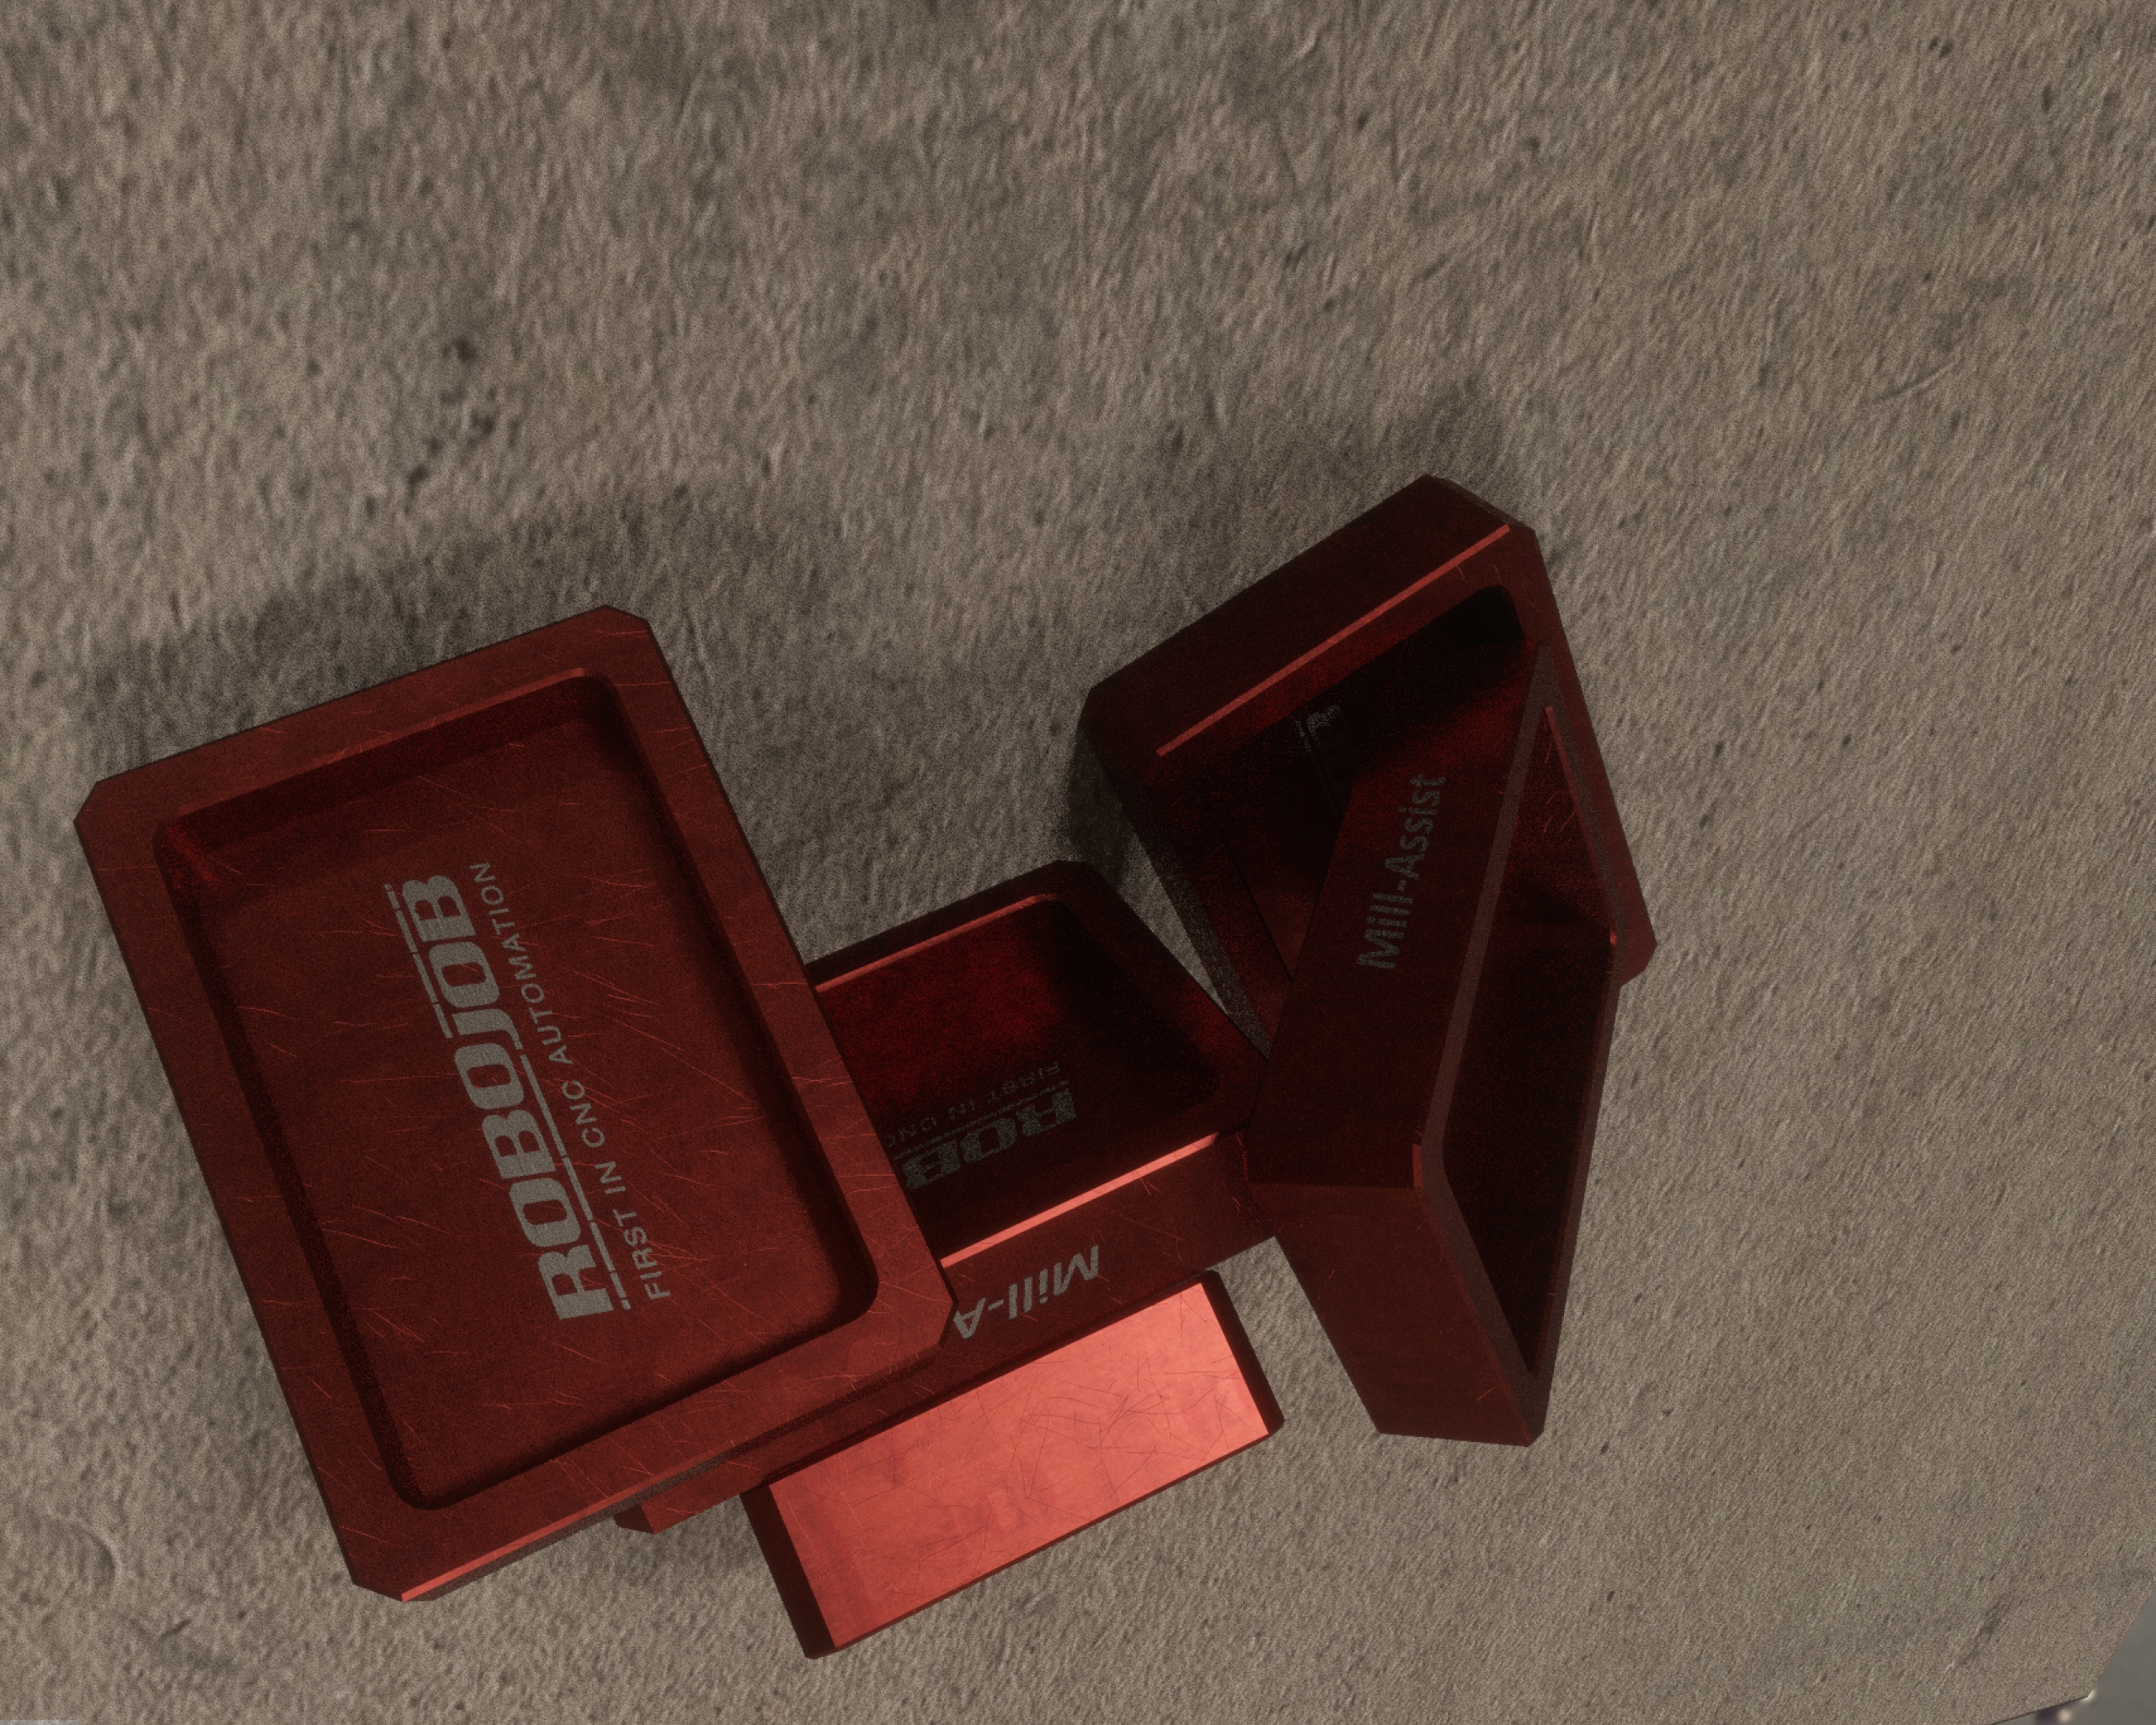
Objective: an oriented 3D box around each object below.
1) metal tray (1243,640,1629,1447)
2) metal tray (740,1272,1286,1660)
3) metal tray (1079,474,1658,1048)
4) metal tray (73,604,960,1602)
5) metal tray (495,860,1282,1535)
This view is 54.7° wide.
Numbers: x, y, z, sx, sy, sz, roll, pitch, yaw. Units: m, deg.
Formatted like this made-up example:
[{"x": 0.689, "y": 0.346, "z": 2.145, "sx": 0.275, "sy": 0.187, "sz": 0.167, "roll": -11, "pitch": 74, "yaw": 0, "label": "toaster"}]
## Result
[{"x": 0.074, "y": 0.032, "z": 0.398, "sx": 0.090, "sy": 0.030, "sz": 0.130, "roll": 63, "pitch": 36, "yaw": -39, "label": "metal tray"}, {"x": -0.021, "y": 0.115, "z": 0.413, "sx": 0.091, "sy": 0.130, "sz": 0.030, "roll": -22, "pitch": 82, "yaw": -15, "label": "metal tray"}, {"x": 0.066, "y": -0.005, "z": 0.440, "sx": 0.090, "sy": 0.030, "sz": 0.130, "roll": -34, "pitch": 129, "yaw": -7, "label": "metal tray"}, {"x": -0.086, "y": 0.034, "z": 0.322, "sx": 0.091, "sy": 0.130, "sz": 0.030, "roll": -22, "pitch": 166, "yaw": -16, "label": "metal tray"}, {"x": -0.036, "y": 0.054, "z": 0.381, "sx": 0.131, "sy": 0.090, "sz": 0.030, "roll": -23, "pitch": 127, "yaw": -15, "label": "metal tray"}]
